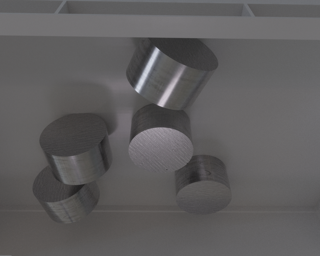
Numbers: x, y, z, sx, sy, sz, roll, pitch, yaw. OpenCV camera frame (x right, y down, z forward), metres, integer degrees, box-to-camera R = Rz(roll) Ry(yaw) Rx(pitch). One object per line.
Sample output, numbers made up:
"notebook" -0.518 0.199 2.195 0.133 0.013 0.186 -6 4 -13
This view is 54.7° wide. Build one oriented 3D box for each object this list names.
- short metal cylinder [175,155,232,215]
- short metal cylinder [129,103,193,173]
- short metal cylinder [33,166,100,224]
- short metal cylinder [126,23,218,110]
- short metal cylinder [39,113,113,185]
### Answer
"short metal cylinder" 0.063 0.086 0.466 0.081 0.050 0.079 0 130 0
"short metal cylinder" 0.001 0.013 0.404 0.081 0.050 0.079 0 130 0
"short metal cylinder" -0.133 0.089 0.447 0.080 0.080 0.050 -7 130 6
"short metal cylinder" 0.012 -0.064 0.319 0.080 0.080 0.050 19 127 -16
"short metal cylinder" -0.104 0.025 0.393 0.080 0.080 0.050 -2 130 2
